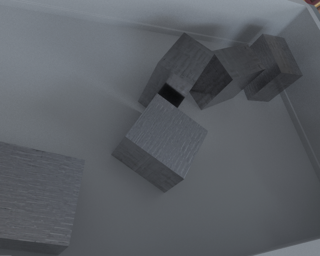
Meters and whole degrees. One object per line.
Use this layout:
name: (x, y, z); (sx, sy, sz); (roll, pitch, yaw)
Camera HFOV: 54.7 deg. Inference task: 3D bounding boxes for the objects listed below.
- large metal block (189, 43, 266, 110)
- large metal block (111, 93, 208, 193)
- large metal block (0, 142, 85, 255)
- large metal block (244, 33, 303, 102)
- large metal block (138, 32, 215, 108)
large metal block: (0.098, -0.078, 0.473); (0.081, 0.080, 0.050); (-22, 74, -36)
large metal block: (0.001, 0.018, 0.381); (0.080, 0.050, 0.080); (37, 51, -4)
large metal block: (-0.121, 0.066, 0.285); (0.081, 0.050, 0.080); (16, 55, -20)
large metal block: (0.182, -0.101, 0.533); (0.050, 0.080, 0.080); (1, 62, -28)
large metal block: (0.022, -0.069, 0.423); (0.050, 0.080, 0.080); (34, 51, 0)
